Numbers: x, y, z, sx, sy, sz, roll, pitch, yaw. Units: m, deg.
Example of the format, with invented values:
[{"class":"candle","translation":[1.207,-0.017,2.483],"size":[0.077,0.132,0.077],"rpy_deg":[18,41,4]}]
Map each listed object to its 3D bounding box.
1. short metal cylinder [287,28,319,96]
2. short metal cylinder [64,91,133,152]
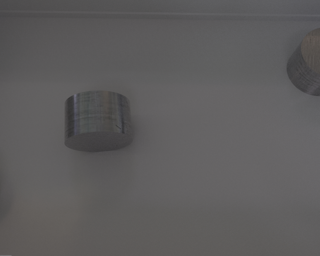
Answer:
[{"class":"short metal cylinder","translation":[0.226,-0.091,0.431],"size":[0.081,0.050,0.080],"rpy_deg":[0,70,0]},{"class":"short metal cylinder","translation":[-0.076,-0.006,0.382],"size":[0.081,0.080,0.050],"rpy_deg":[-6,70,-2]}]
